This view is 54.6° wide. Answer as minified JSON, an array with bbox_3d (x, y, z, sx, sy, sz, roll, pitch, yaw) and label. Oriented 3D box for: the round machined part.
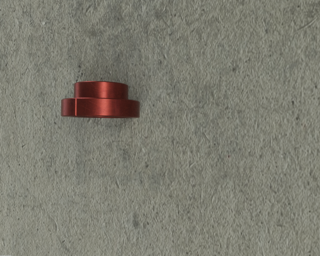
[{"bbox_3d":[-0.075,-0.035,0.397,0.098,0.098,0.042,1,91,20],"label":"round machined part"}]
